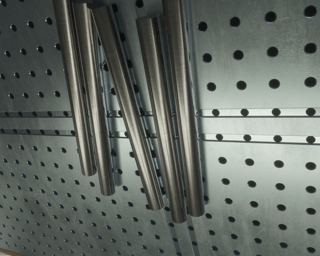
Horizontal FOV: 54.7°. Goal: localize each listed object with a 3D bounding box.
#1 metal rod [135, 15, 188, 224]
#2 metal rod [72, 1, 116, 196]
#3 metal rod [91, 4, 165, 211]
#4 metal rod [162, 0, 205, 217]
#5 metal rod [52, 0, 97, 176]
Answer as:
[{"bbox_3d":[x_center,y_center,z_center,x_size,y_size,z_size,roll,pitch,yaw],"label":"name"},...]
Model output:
[{"bbox_3d":[0.008,0.008,0.410,0.025,0.025,0.298,4,121,25],"label":"metal rod"},{"bbox_3d":[-0.089,-0.022,0.442,0.025,0.025,0.298,12,124,21],"label":"metal rod"},{"bbox_3d":[-0.036,-0.010,0.422,0.025,0.025,0.298,1,119,27],"label":"metal rod"},{"bbox_3d":[0.034,-0.008,0.387,0.025,0.025,0.298,5,121,25],"label":"metal rod"},{"bbox_3d":[-0.117,-0.054,0.437,0.025,0.025,0.298,13,124,20],"label":"metal rod"}]
